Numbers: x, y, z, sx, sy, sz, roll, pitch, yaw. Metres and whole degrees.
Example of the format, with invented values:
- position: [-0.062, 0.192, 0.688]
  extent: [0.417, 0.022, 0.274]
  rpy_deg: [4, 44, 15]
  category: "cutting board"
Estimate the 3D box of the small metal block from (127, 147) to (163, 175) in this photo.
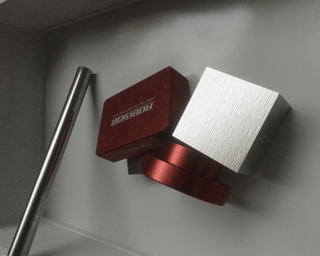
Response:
- position: [-0.019, 0.036, 0.420]
  extent: [0.050, 0.025, 0.050]
  rpy_deg: [-10, 84, 39]
  category: "small metal block"

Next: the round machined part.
- position: [0.031, 0.045, 0.336]
  extent: [0.098, 0.098, 0.042]
  rpy_deg: [19, 85, 38]
  category: "round machined part"

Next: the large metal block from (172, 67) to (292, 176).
- position: [0.073, -0.007, 0.319]
  extent: [0.080, 0.050, 0.080]
  rpy_deg: [30, 96, 35]
  category: "large metal block"

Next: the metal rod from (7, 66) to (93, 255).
- position: [-0.156, 0.042, 0.455]
  extent: [0.025, 0.025, 0.299]
  rpy_deg: [-4, 63, 39]
  category: "metal rod"

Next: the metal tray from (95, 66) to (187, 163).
- position: [-0.026, -0.014, 0.401]
  extent: [0.130, 0.030, 0.090]
  rpy_deg: [-21, 53, 37]
  category: "metal tray"
